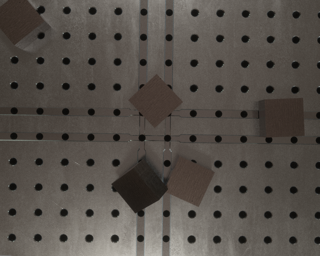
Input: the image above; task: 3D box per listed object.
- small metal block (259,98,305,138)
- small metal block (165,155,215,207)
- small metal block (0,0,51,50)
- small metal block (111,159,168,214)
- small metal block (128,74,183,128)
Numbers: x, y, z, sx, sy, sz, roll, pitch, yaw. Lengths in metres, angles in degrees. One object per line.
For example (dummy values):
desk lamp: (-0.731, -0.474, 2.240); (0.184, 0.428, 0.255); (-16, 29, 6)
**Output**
small metal block: (0.162, -0.014, 0.416); (0.050, 0.025, 0.050); (-2, 90, -1)
small metal block: (0.038, 0.070, 0.414); (0.050, 0.025, 0.050); (25, 90, -1)
small metal block: (-0.184, -0.141, 0.411); (0.050, 0.025, 0.050); (-40, 91, 0)
small metal block: (-0.027, 0.076, 0.400); (0.050, 0.025, 0.050); (51, 127, -1)
small metal block: (-0.006, -0.035, 0.413); (0.050, 0.025, 0.050); (-43, 91, 0)
